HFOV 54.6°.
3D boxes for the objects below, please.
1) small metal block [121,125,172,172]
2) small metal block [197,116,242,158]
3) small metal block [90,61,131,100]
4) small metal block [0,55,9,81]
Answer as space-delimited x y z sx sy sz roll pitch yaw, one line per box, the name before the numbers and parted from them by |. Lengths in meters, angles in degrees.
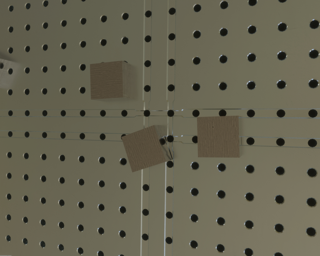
small metal block | -0.018 0.028 0.419 0.050 0.025 0.050 -20 83 19
small metal block | 0.074 0.011 0.387 0.050 0.025 0.050 -1 90 20
small metal block | -0.070 -0.065 0.438 0.050 0.025 0.050 -2 89 20
small metal block | -0.288 -0.102 0.516 0.050 0.025 0.050 30 100 17
